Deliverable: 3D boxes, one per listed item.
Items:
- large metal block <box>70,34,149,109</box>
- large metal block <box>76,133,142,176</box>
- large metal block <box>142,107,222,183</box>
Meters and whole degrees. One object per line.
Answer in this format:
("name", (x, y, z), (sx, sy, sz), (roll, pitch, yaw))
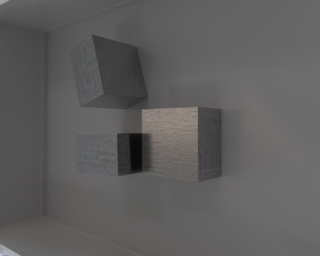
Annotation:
("large metal block", (-0.069, -0.073, 0.428), (0.050, 0.081, 0.080), (-21, 77, 38))
("large metal block", (-0.054, 0.032, 0.416), (0.080, 0.081, 0.050), (-3, 89, 40))
("large metal block", (0.025, 0.017, 0.370), (0.080, 0.050, 0.080), (0, 90, 40))
